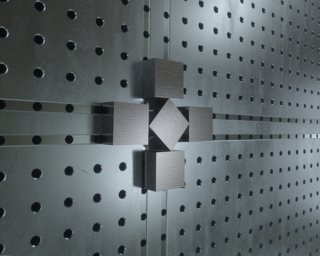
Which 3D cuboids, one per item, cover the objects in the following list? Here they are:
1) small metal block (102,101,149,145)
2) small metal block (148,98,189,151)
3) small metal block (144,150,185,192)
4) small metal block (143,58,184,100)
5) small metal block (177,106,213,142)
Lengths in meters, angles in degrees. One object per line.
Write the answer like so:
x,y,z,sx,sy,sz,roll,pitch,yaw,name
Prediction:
-0.041,-0.005,0.376,0.050,0.025,0.050,2,89,-40,small metal block
0.005,-0.004,0.415,0.050,0.025,0.050,50,61,-29,small metal block
0.006,0.056,0.416,0.050,0.025,0.050,0,90,-40,small metal block
0.005,-0.064,0.415,0.050,0.025,0.050,-1,91,-40,small metal block
0.051,-0.005,0.454,0.050,0.025,0.050,0,90,-40,small metal block
